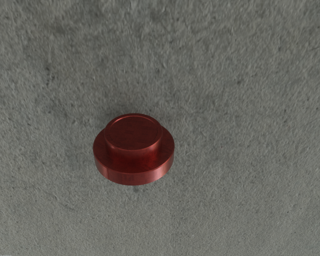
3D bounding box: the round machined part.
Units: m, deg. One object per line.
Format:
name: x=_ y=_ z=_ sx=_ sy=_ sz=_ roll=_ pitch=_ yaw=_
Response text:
round machined part: x=-0.031 y=0.018 z=0.375 sx=0.099 sy=0.098 sz=0.042 roll=1 pitch=130 yaw=-1
